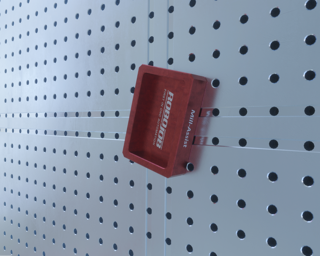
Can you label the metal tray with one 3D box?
[{"bbox_3d":[0.002,-0.011,0.405,0.090,0.030,0.129,20,103,38],"label":"metal tray"}]
